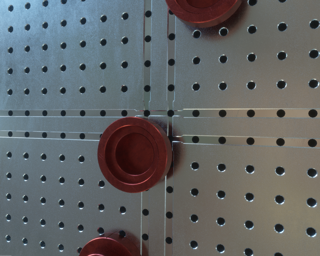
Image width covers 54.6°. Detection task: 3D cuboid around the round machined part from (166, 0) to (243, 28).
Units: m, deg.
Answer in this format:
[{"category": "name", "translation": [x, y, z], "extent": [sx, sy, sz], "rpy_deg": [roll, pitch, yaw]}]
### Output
[{"category": "round machined part", "translation": [0.057, -0.173, 0.384], "extent": [0.098, 0.042, 0.097], "rpy_deg": [0, 90, 20]}]

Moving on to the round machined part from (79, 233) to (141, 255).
[{"category": "round machined part", "translation": [-0.074, 0.201, 0.430], "extent": [0.098, 0.042, 0.097], "rpy_deg": [0, 90, 20]}]

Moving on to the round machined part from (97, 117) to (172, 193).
[{"category": "round machined part", "translation": [-0.030, 0.034, 0.415], "extent": [0.098, 0.042, 0.097], "rpy_deg": [0, 90, 20]}]
